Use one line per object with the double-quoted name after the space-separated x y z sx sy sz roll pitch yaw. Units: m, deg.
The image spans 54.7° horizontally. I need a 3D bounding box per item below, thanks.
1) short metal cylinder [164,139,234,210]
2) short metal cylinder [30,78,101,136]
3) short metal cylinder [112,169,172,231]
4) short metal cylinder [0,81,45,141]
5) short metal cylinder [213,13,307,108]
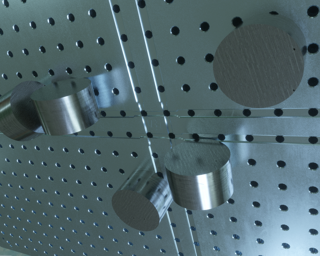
0.049 0.055 0.384 0.080 0.080 0.050 3 120 27 "short metal cylinder"
-0.127 -0.031 0.424 0.080 0.080 0.050 4 120 26 "short metal cylinder"
-0.027 0.111 0.478 0.080 0.050 0.079 13 124 21 "short metal cylinder"
-0.197 -0.025 0.464 0.050 0.080 0.080 -20 108 35 "short metal cylinder"
0.098 -0.066 0.302 0.080 0.050 0.079 13 124 21 "short metal cylinder"
